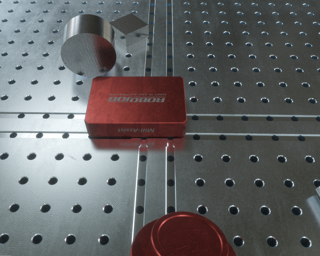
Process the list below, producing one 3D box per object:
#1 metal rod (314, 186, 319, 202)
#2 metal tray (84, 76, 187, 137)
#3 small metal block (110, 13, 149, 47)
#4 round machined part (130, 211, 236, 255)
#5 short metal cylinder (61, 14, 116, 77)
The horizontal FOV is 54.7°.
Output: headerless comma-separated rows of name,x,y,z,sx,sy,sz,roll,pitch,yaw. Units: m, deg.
metal rod,0.215,0.181,0.256,0.025,0.025,0.300,-8,51,-7
metal tray,-0.031,-0.031,0.430,0.131,0.030,0.090,0,50,0
small metal block,-0.055,-0.176,0.555,0.050,0.025,0.050,-33,57,-25
round machined part,0.023,0.114,0.278,0.099,0.042,0.098,8,27,-4
short metal cylinder,-0.108,-0.125,0.476,0.081,0.080,0.050,-5,50,-4
